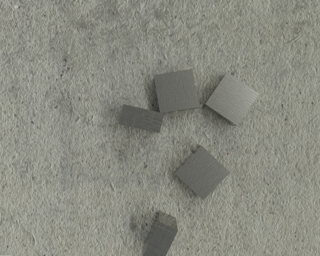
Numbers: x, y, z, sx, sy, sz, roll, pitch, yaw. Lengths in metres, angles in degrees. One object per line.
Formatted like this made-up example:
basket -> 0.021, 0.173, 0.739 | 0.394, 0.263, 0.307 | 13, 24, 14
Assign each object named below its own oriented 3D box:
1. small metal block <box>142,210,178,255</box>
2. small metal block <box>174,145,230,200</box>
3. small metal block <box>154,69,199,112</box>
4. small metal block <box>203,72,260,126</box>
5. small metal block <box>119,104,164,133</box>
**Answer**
small metal block -> 0.000, 0.140, 0.397 | 0.025, 0.050, 0.050 | 26, 90, 0
small metal block -> 0.055, 0.058, 0.410 | 0.050, 0.025, 0.050 | 44, 90, 0
small metal block -> 0.021, -0.048, 0.410 | 0.050, 0.025, 0.050 | -9, 90, 0
small metal block -> 0.093, -0.037, 0.411 | 0.050, 0.025, 0.050 | 34, 90, 0
small metal block -> -0.022, -0.011, 0.397 | 0.050, 0.050, 0.025 | 13, 91, 0
